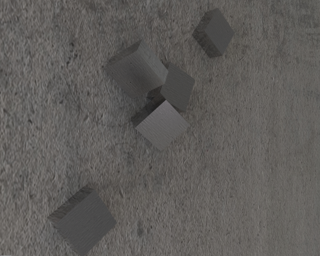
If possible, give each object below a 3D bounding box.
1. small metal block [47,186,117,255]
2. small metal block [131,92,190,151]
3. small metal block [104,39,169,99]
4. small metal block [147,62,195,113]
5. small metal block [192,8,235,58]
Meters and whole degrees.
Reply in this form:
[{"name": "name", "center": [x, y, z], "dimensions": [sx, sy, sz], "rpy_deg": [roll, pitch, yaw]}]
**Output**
[{"name": "small metal block", "center": [-0.083, 0.100, 0.335], "dimensions": [0.050, 0.025, 0.050], "rpy_deg": [-41, 115, -32]}, {"name": "small metal block", "center": [0.001, -0.007, 0.390], "dimensions": [0.050, 0.025, 0.050], "rpy_deg": [-42, 121, 6]}, {"name": "small metal block", "center": [-0.027, -0.067, 0.362], "dimensions": [0.050, 0.050, 0.025], "rpy_deg": [47, 39, -30]}, {"name": "small metal block", "center": [0.016, -0.053, 0.417], "dimensions": [0.050, 0.025, 0.050], "rpy_deg": [28, 73, -37]}, {"name": "small metal block", "center": [0.082, -0.144, 0.473], "dimensions": [0.050, 0.025, 0.050], "rpy_deg": [44, 64, -31]}]
